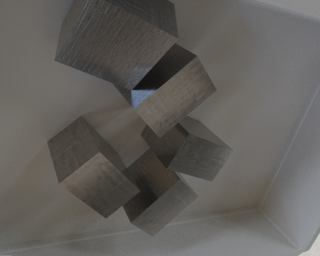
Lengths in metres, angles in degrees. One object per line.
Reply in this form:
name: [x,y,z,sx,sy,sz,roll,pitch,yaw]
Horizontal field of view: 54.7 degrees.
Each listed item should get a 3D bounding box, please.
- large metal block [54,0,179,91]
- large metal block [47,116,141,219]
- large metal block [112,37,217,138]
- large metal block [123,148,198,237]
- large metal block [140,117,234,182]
large metal block: [-0.041,-0.090,0.288,0.081,0.050,0.080,19,140,-30]
large metal block: [-0.077,0.044,0.359,0.050,0.080,0.080,-39,130,-2]
large metal block: [0.001,-0.049,0.345,0.080,0.080,0.050,-40,130,-1]
large metal block: [-0.009,0.083,0.421,0.080,0.080,0.050,-42,130,0]
large metal block: [0.034,0.019,0.405,0.080,0.080,0.050,21,107,-36]
